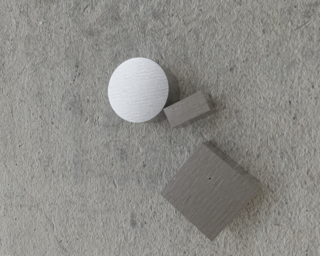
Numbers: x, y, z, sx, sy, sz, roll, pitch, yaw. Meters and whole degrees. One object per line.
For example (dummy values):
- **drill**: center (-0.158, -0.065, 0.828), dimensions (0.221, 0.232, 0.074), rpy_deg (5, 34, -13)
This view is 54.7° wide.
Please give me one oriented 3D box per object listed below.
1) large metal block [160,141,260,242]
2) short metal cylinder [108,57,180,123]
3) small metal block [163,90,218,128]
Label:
- **large metal block**: center (0.061, 0.072, 0.374), dimensions (0.080, 0.050, 0.080), rpy_deg (41, 102, 15)
- **short metal cylinder**: center (-0.019, -0.046, 0.402), dimensions (0.080, 0.050, 0.079), rpy_deg (0, 90, 19)
- **small metal block**: center (0.039, -0.022, 0.381), dimensions (0.050, 0.050, 0.025), rpy_deg (-25, 82, 18)
